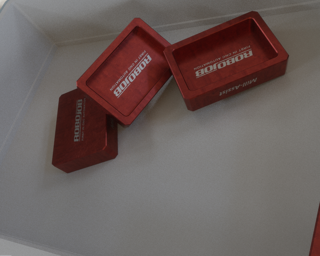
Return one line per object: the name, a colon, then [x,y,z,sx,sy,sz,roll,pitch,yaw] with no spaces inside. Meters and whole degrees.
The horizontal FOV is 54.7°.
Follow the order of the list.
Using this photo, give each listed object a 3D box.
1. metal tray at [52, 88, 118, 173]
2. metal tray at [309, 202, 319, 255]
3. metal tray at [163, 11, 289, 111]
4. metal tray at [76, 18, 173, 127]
metal tray: [-0.111,-0.006,0.465,0.090,0.030,0.130,-19,54,17]
metal tray: [0.140,0.068,0.136,0.130,0.030,0.090,10,67,32]
metal tray: [0.080,-0.086,0.392,0.130,0.030,0.090,-22,61,3]
metal tray: [-0.040,-0.077,0.432,0.090,0.030,0.130,40,78,-4]
